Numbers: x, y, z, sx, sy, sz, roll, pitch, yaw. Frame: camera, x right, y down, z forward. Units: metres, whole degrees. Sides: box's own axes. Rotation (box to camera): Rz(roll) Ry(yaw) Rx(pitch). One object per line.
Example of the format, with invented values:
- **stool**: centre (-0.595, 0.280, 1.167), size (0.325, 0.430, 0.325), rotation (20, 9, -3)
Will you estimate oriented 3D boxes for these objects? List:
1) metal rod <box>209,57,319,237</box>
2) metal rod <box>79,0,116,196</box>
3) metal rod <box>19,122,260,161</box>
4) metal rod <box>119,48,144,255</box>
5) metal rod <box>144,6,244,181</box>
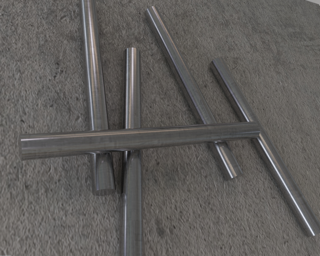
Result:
- **metal rod**: centre (0.155, 0.017, 0.476), size (0.025, 0.025, 0.299), rotation (-13, 68, -33)
- **metal rod**: centre (-0.084, -0.063, 0.396), size (0.025, 0.025, 0.299), rotation (4, 60, -27)
- **metal rod**: centre (0.001, 0.011, 0.363), size (0.303, 0.025, 0.025), rotation (-3, 64, -30)
- **metal rod**: centre (-0.034, 0.022, 0.371), size (0.025, 0.025, 0.299), rotation (11, 57, -22)
- **metal rod**: centre (0.043, -0.063, 0.464), size (0.025, 0.025, 0.299), rotation (-11, 68, -33)
